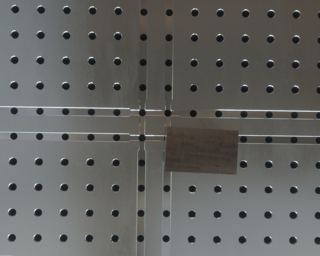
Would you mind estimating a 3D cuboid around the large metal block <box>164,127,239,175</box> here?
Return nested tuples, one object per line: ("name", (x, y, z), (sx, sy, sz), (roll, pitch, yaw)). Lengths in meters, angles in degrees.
("large metal block", (0.047, 0.025, 0.387), (0.081, 0.080, 0.050), (3, 90, -1))
